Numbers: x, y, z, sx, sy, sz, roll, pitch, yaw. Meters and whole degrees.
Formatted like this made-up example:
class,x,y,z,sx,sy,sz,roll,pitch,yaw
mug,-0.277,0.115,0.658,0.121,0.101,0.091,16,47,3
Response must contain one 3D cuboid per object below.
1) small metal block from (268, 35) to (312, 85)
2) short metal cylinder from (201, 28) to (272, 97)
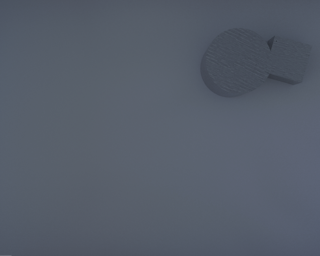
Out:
class,x,y,z,sx,sy,sz,roll,pitch,yaw
small metal block,0.167,-0.090,0.414,0.050,0.025,0.050,16,90,-1
short metal cylinder,0.096,-0.082,0.400,0.081,0.050,0.079,0,90,-1
